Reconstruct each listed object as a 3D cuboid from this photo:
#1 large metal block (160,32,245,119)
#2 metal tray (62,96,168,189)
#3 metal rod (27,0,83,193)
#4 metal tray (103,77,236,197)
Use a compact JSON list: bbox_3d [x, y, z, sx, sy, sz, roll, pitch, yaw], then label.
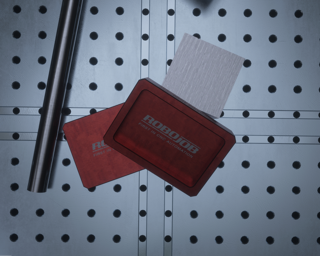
[{"bbox_3d":[0.051,-0.064,0.401,0.080,0.050,0.080,23,90,0],"label":"large metal block"},{"bbox_3d":[-0.050,0.016,0.410,0.131,0.030,0.090,-20,90,0],"label":"metal tray"},{"bbox_3d":[-0.136,-0.064,0.412,0.025,0.025,0.298,11,90,0],"label":"metal rod"},{"bbox_3d":[0.011,0.011,0.370,0.130,0.030,0.090,33,103,-3],"label":"metal tray"}]
